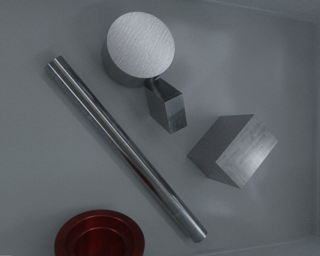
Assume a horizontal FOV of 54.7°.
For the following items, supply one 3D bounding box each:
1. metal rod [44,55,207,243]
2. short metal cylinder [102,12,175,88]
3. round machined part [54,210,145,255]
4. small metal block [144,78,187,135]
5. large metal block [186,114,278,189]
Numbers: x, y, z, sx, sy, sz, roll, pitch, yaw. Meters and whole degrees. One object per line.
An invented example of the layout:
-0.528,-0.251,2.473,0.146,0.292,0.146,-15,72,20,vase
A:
-0.035,0.036,0.398,0.025,0.025,0.300,-42,104,-15,metal rod
-0.028,-0.094,0.382,0.081,0.050,0.080,2,83,-17,short metal cylinder
-0.069,0.143,0.354,0.099,0.098,0.042,-2,120,-20,round machined part
0.007,-0.028,0.391,0.025,0.050,0.050,-28,132,-18,small metal block
0.094,0.028,0.418,0.050,0.080,0.080,46,76,-15,large metal block
